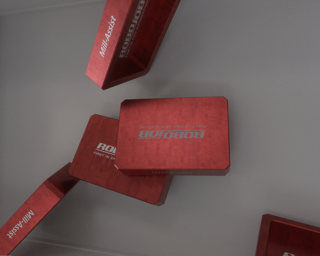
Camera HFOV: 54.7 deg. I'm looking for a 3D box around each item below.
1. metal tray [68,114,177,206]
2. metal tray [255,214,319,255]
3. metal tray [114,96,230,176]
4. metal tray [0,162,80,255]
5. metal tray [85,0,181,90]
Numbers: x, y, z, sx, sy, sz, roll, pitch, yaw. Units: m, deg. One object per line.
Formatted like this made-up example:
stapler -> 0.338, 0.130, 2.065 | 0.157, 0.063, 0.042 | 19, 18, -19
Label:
metal tray -> -0.045, 0.040, 0.409 | 0.130, 0.030, 0.090 | 14, 76, 19
metal tray -> 0.165, 0.141, 0.314 | 0.130, 0.090, 0.030 | 11, 114, 19
metal tray -> 0.016, 0.010, 0.373 | 0.131, 0.030, 0.090 | -1, 67, 9
metal tray -> -0.169, 0.112, 0.426 | 0.030, 0.090, 0.130 | 44, 99, -4
metal tray -> -0.030, -0.112, 0.360 | 0.030, 0.091, 0.129 | 42, 130, 15
